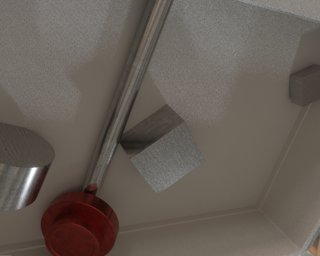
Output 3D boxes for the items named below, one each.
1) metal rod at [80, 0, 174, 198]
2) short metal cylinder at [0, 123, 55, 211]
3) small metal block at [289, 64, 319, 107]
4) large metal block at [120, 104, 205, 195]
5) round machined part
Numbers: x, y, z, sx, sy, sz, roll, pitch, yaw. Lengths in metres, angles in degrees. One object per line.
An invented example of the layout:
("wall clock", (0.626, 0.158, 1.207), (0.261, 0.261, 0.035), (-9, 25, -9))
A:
("metal rod", (-0.049, -0.018, 0.371), (0.025, 0.025, 0.298), (10, 114, -33))
("short metal cylinder", (-0.155, 0.037, 0.312), (0.081, 0.080, 0.050), (16, 110, -35))
("small metal block", (0.238, -0.068, 0.495), (0.050, 0.025, 0.050), (-24, 119, -14))
("large metal block", (0.003, 0.029, 0.414), (0.080, 0.050, 0.080), (-35, 129, -6))
("round machined part", (-0.105, 0.134, 0.395), (0.099, 0.042, 0.097), (3, 114, 6))
